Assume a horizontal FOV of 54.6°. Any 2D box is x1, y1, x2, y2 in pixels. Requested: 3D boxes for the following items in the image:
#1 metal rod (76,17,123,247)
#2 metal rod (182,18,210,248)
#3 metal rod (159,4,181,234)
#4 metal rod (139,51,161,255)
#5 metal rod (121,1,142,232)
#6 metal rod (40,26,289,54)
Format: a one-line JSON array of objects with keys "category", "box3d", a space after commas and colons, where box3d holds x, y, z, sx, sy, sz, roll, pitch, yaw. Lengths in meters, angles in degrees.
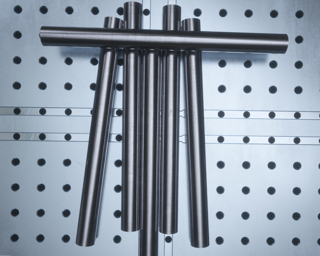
[{"category": "metal rod", "box3d": [-0.080, 0.005, 0.412, 0.025, 0.025, 0.298, 7, 90, 0]}, {"category": "metal rod", "box3d": [0.047, 0.007, 0.414, 0.025, 0.025, 0.298, -2, 90, 0]}, {"category": "metal rod", "box3d": [0.014, -0.011, 0.415, 0.025, 0.025, 0.298, 1, 90, 0]}, {"category": "metal rod", "box3d": [-0.013, 0.041, 0.413, 0.025, 0.025, 0.298, 1, 90, 0]}, {"category": "metal rod", "box3d": [-0.038, -0.015, 0.413, 0.025, 0.025, 0.298, 1, 90, 0]}, {"category": "metal rod", "box3d": [0.006, -0.110, 0.388, 0.302, 0.025, 0.025, 2, 90, 0]}]
